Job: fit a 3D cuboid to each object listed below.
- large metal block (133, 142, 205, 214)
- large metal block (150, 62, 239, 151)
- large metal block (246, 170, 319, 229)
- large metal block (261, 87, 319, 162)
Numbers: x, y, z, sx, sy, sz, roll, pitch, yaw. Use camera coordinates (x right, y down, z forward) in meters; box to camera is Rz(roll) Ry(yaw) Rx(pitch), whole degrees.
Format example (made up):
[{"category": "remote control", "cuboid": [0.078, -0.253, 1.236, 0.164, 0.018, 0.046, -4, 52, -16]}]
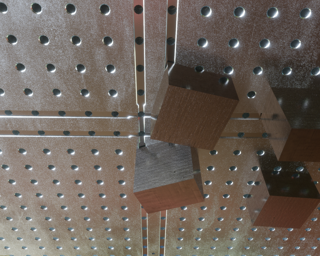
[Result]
[{"category": "large metal block", "cuboid": [0.012, 0.064, 0.430, 0.080, 0.080, 0.050, -16, 129, 12]}, {"category": "large metal block", "cuboid": [0.037, -0.024, 0.375, 0.081, 0.050, 0.079, 11, 129, -10]}, {"category": "large metal block", "cuboid": [0.194, 0.115, 0.497, 0.081, 0.050, 0.079, 5, 130, -5]}, {"category": "large metal block", "cuboid": [0.178, -0.005, 0.374, 0.081, 0.080, 0.050, 2, 130, -2]}]
